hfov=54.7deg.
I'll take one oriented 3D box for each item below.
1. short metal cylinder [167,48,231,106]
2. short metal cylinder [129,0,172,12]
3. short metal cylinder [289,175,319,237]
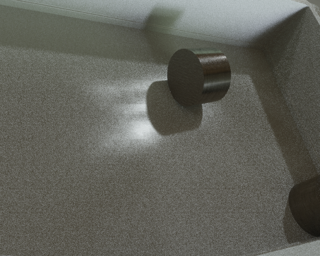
[{"bbox_3d":[0.054,-0.074,0.445,0.050,0.080,0.080,-12,68,-33],"label":"short metal cylinder"},{"bbox_3d":[-0.018,-0.240,0.509,0.081,0.080,0.050,-1,62,-29],"label":"short metal cylinder"},{"bbox_3d":[0.237,0.111,0.449,0.081,0.050,0.080,14,56,-21],"label":"short metal cylinder"}]
